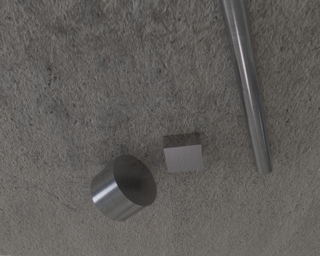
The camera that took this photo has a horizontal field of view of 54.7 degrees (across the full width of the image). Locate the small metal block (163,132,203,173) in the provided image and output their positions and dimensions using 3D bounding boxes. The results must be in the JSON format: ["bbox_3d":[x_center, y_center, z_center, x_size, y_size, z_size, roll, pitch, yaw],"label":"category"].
[{"bbox_3d":[0.033,0.035,0.438,0.050,0.025,0.050,-7,130,5],"label":"small metal block"}]

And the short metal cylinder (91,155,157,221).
[{"bbox_3d":[-0.051,0.085,0.443,0.080,0.080,0.050,36,121,-27],"label":"short metal cylinder"}]

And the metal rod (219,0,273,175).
[{"bbox_3d":[0.105,-0.048,0.366,0.025,0.025,0.299,-15,129,12],"label":"metal rod"}]
